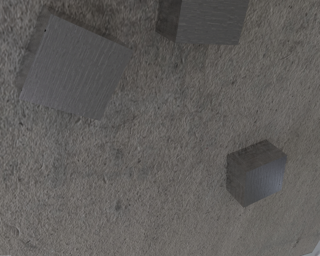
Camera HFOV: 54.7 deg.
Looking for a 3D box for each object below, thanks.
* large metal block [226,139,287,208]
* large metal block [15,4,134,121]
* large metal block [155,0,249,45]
[{"bbox_3d":[0.161,0.076,0.526,0.081,0.050,0.079,-19,126,-17],"label":"large metal block"},{"bbox_3d":[-0.086,-0.062,0.305,0.081,0.050,0.080,17,110,-35],"label":"large metal block"},{"bbox_3d":[0.047,-0.136,0.332,0.081,0.050,0.079,-6,121,-26],"label":"large metal block"}]
